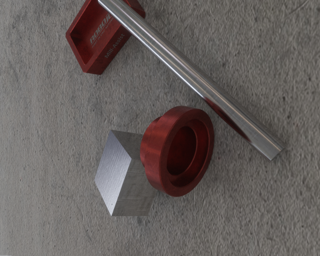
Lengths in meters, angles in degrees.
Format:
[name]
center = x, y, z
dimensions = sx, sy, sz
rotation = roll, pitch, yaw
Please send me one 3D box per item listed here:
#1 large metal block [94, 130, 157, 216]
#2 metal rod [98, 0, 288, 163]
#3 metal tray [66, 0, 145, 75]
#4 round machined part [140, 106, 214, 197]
[large metal block]
center = -0.041, 0.058, 0.407
dimensions = 0.080, 0.050, 0.079
rotation = 44, 118, 54
[metal rod]
center = 0.022, -0.075, 0.364
dimensions = 0.300, 0.025, 0.025
rotation = 47, 118, 22
[metal tray]
center = -0.088, -0.157, 0.474
dimensions = 0.129, 0.030, 0.090
rotation = -44, 64, 31
[round machined part]
center = 0.016, 0.023, 0.344
dimensions = 0.042, 0.099, 0.097
rotation = 16, 100, 39
